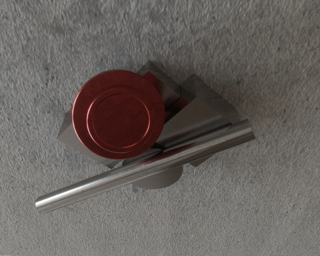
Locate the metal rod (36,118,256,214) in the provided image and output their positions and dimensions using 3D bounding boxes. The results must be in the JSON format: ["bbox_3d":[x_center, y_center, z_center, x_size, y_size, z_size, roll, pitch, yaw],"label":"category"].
[{"bbox_3d":[-0.031,0.054,0.389,0.300,0.025,0.025,-22,127,17],"label":"metal rod"}]

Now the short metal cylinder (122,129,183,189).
[{"bbox_3d":[-0.010,0.039,0.425,0.081,0.050,0.079,0,130,0],"label":"short metal cylinder"}]

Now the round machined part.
[{"bbox_3d":[-0.042,-0.012,0.329,0.099,0.042,0.097,-3,105,-11],"label":"round machined part"}]

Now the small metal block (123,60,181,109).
[{"bbox_3d":[-0.011,-0.044,0.370,0.050,0.025,0.050,35,122,-27],"label":"small metal block"}]

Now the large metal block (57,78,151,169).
[{"bbox_3d":[-0.066,-0.005,0.385,0.080,0.050,0.080,35,122,-26],"label":"large metal block"}]

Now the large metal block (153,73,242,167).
[{"bbox_3d":[0.043,-0.007,0.387,0.080,0.050,0.080,34,122,-26],"label":"large metal block"}]
